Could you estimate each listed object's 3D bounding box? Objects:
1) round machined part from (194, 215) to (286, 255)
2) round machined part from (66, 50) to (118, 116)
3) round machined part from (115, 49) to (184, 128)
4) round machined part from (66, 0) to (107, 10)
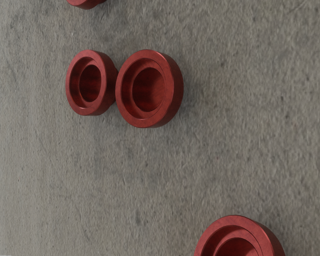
[{"bbox_3d":[0.082,0.141,0.308,0.098,0.042,0.098,-34,40,36],"label":"round machined part"},{"bbox_3d":[-0.098,-0.067,0.472,0.098,0.042,0.097,0,90,39],"label":"round machined part"},{"bbox_3d":[-0.009,-0.049,0.399,0.098,0.042,0.097,0,90,39],"label":"round machined part"},{"bbox_3d":[-0.106,-0.232,0.478,0.098,0.042,0.097,0,90,39],"label":"round machined part"}]
